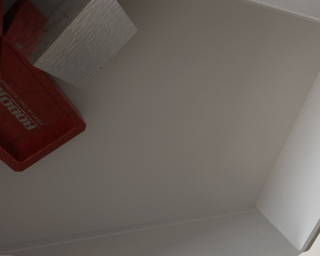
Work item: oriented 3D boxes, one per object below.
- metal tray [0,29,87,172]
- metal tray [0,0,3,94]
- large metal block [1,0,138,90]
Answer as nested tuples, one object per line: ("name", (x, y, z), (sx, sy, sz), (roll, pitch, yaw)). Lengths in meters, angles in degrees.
("metal tray", (-0.147, -0.025, 0.309), (0.090, 0.030, 0.130), (-35, 129, -6))
("metal tray", (-0.170, -0.056, 0.230), (0.091, 0.030, 0.129), (9, 102, 2))
("large metal block", (-0.076, -0.088, 0.273), (0.080, 0.050, 0.080), (-47, 166, 4))
